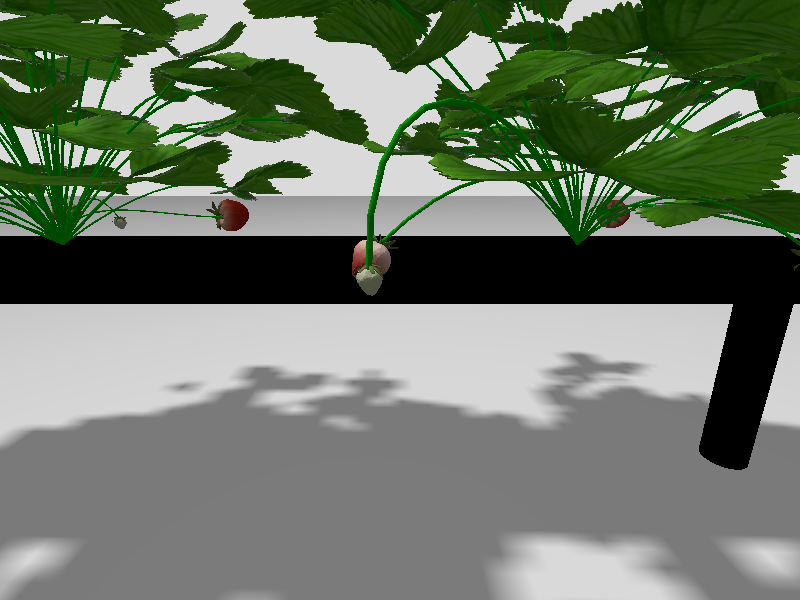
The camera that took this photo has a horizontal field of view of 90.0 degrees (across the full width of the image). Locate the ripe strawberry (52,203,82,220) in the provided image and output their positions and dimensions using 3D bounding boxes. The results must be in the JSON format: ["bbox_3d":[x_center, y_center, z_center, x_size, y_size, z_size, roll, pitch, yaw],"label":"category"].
[{"bbox_3d":[-0.430,-0.111,0.518,0.031,0.026,0.031,-12,-4,-36],"label":"ripe strawberry"}]

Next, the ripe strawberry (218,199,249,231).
[{"bbox_3d":[-0.184,-0.094,0.444,0.033,0.035,0.031,-14,21,-41],"label":"ripe strawberry"}]

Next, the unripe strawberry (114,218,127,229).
[{"bbox_3d":[-0.336,-0.092,0.481,0.013,0.014,0.013,-5,35,-16],"label":"unripe strawberry"}]

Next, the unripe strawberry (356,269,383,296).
[{"bbox_3d":[-0.012,-0.007,0.157,0.010,0.011,0.011,13,21,38],"label":"unripe strawberry"}]

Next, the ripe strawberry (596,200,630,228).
[{"bbox_3d":[0.254,-0.102,0.476,0.037,0.033,0.034,11,19,34],"label":"ripe strawberry"}]

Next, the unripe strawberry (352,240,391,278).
[{"bbox_3d":[-0.017,-0.021,0.219,0.023,0.023,0.020,20,-22,49],"label":"unripe strawberry"}]
